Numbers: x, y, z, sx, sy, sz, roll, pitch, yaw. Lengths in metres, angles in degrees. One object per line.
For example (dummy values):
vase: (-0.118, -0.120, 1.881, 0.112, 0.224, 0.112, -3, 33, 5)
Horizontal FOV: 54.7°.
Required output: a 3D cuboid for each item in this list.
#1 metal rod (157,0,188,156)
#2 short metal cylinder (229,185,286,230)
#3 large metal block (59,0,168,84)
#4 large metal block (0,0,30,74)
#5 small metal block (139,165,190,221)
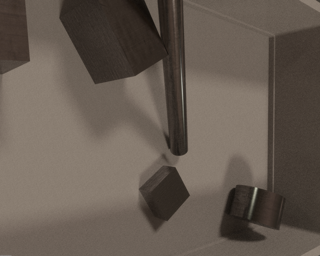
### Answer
metal rod: (0.015, -0.083, 0.338, 0.025, 0.025, 0.298, -39, 140, -33)
short metal cylinder: (0.159, 0.130, 0.507, 0.080, 0.080, 0.050, 29, 72, -37)
large metal block: (-0.050, -0.098, 0.330, 0.050, 0.080, 0.080, -40, 115, -33)
large metal block: (-0.147, -0.089, 0.248, 0.050, 0.080, 0.079, -6, 94, -40)
small metal block: (0.007, 0.086, 0.415, 0.050, 0.025, 0.050, -41, 115, -32)
